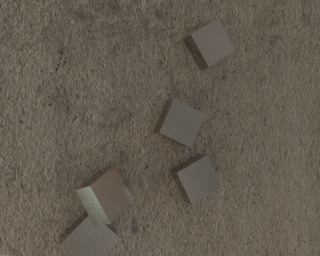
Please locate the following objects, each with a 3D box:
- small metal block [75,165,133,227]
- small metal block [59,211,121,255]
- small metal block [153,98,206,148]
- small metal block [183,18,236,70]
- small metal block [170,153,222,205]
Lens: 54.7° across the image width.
[{"bbox_3d":[-0.065,0.080,0.371,0.050,0.025,0.050,64,32,-9],"label":"small metal block"},{"bbox_3d":[-0.086,0.135,0.378,0.050,0.025,0.050,-46,104,-14],"label":"small metal block"},{"bbox_3d":[0.026,-0.006,0.419,0.050,0.025,0.050,26,81,-18],"label":"small metal block"},{"bbox_3d":[0.069,-0.117,0.434,0.050,0.025,0.050,-34,101,-17],"label":"small metal block"},{"bbox_3d":[0.050,0.070,0.427,0.050,0.025,0.050,-28,99,-18],"label":"small metal block"}]
